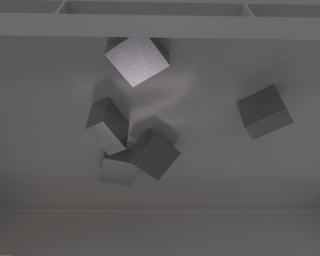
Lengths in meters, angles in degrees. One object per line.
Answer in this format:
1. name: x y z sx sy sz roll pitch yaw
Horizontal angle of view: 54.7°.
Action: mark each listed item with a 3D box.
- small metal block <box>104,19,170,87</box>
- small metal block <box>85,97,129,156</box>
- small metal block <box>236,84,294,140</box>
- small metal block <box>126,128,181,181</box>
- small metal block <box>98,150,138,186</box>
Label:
1. small metal block: -0.024 -0.081 0.340 0.050 0.025 0.050 -27 125 21
2. small metal block: -0.064 -0.002 0.390 0.025 0.050 0.050 -22 127 17
3. small metal block: 0.126 -0.020 0.377 0.050 0.050 0.025 -27 125 21
4. small metal block: -0.009 0.036 0.426 0.050 0.025 0.050 39 90 -28
5. small metal block: -0.060 0.057 0.457 0.050 0.025 0.050 12 129 -10
